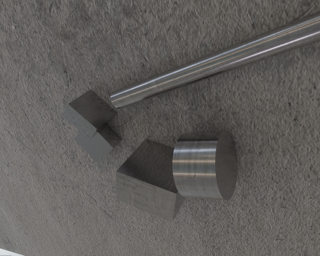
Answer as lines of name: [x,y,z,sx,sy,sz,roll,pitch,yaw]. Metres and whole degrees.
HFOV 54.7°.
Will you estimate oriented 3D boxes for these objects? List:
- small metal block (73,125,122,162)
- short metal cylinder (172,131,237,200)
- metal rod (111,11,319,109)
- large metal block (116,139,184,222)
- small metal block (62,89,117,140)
small metal block: [-0.094,0.017,0.467,0.050,0.025,0.050,48,129,-6]
short metal cylinder: [0.056,0.044,0.369,0.050,0.080,0.080,-4,117,30]
metal rod: [0.064,-0.070,0.330,0.300,0.025,0.025,-15,111,34]
large metal block: [-0.002,0.066,0.414,0.080,0.080,0.050,17,125,18]
small metal block: [-0.097,-0.020,0.430,0.050,0.050,0.025,41,129,0]
